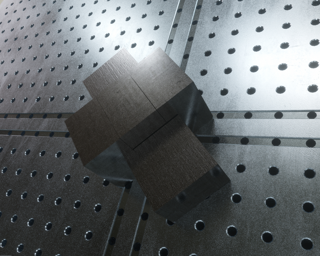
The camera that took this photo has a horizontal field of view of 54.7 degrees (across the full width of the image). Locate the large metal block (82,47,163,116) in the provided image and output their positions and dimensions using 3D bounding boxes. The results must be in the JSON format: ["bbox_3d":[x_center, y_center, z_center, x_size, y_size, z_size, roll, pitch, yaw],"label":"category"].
[{"bbox_3d":[-0.054,-0.058,0.451,0.080,0.050,0.080,-39,51,2],"label":"large metal block"}]

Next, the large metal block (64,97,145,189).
[{"bbox_3d":[-0.065,0.020,0.394,0.050,0.080,0.080,-38,51,3],"label":"large metal block"}]

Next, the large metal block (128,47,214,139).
[{"bbox_3d":[0.014,-0.042,0.390,0.050,0.080,0.080,-38,51,3],"label":"large metal block"}]

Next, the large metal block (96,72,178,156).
[{"bbox_3d":[-0.026,-0.011,0.392,0.050,0.080,0.080,-38,51,3],"label":"large metal block"}]

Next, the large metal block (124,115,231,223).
[{"bbox_3d":[0.018,0.046,0.353,0.080,0.050,0.080,-38,51,3],"label":"large metal block"}]
